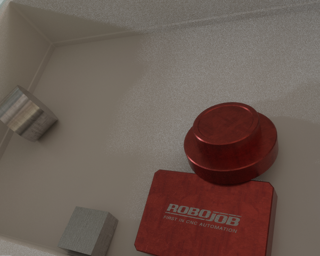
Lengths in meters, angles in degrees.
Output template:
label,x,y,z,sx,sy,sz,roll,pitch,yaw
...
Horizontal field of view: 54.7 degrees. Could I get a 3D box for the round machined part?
label,x,y,z,sx,sy,sz,roll,pitch,yaw
round machined part,0.073,0.009,0.331,0.098,0.042,0.098,-13,37,10

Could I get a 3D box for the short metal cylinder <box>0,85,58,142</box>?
label,x,y,z,sx,sy,sz,roll,pitch,yaw
short metal cylinder,-0.212,-0.023,0.493,0.050,0.080,0.080,-47,52,-5

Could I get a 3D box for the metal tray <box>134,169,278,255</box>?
label,x,y,z,sx,sy,sz,roll,pitch,yaw
metal tray,0.046,0.096,0.319,0.130,0.030,0.090,3,63,29

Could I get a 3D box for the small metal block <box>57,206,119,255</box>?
label,x,y,z,sx,sy,sz,roll,pitch,yaw
small metal block,-0.085,0.125,0.367,0.050,0.025,0.050,1,53,28
